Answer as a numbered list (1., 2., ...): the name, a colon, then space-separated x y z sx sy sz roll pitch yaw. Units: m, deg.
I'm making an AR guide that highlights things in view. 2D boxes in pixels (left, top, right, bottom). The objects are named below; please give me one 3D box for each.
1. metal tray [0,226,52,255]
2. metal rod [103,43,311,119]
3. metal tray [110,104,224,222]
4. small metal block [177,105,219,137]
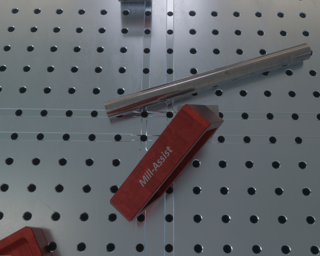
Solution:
1. metal tray: -0.182 0.181 0.341 0.131 0.030 0.090 -28 73 -10
2. metal rod: 0.070 -0.068 0.437 0.302 0.025 0.025 -17 71 -7
3. metal tray: 0.011 0.034 0.336 0.030 0.090 0.129 41 105 13
4. small metal block: 0.047 -0.008 0.402 0.050 0.050 0.025 -1 70 -1
